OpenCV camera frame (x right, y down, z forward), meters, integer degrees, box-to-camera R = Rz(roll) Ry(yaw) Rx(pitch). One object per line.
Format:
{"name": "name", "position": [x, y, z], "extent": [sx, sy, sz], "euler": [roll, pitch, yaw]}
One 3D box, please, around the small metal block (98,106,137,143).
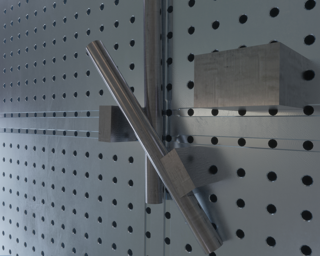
{"name": "small metal block", "position": [-0.059, -0.006, 0.442], "extent": [0.025, 0.050, 0.050], "euler": [3, 92, 40]}

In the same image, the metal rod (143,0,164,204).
{"name": "metal rod", "position": [-0.009, -0.050, 0.416], "extent": [0.025, 0.025, 0.298], "euler": [-1, 89, 40]}

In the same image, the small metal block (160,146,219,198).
{"name": "small metal block", "position": [0.035, 0.050, 0.364], "extent": [0.025, 0.050, 0.050], "euler": [-42, 65, 32]}

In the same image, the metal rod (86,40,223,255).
{"name": "metal rod", "position": [-0.013, 0.014, 0.389], "extent": [0.025, 0.025, 0.299], "euler": [-39, 76, 33]}

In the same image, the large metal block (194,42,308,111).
{"name": "large metal block", "position": [0.089, -0.044, 0.300], "extent": [0.080, 0.081, 0.050], "euler": [1, 91, 40]}
